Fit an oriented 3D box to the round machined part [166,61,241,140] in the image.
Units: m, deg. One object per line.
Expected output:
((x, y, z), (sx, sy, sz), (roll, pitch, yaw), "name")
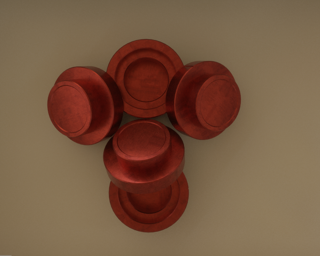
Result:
((0.060, -0.033, 0.379), (0.099, 0.042, 0.097), (-7, 104, -29), "round machined part")

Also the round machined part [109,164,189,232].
((-0.013, 0.080, 0.401), (0.099, 0.042, 0.097), (0, 90, 0), "round machined part")

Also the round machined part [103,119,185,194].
((-0.020, 0.026, 0.372), (0.099, 0.098, 0.042), (-6, 134, 0), "round machined part")

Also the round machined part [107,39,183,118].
((-0.017, -0.061, 0.400), (0.099, 0.042, 0.097), (0, 90, 0), "round machined part")

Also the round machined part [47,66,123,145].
((-0.098, -0.026, 0.379), (0.098, 0.042, 0.097), (6, 104, 26), "round machined part")
